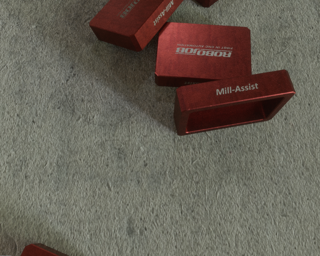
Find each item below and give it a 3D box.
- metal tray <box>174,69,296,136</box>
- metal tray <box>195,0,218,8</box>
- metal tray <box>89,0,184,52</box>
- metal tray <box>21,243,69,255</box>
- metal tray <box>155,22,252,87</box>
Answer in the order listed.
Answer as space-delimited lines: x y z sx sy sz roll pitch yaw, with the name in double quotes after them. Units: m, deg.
0.085 -0.028 0.384 0.131 0.090 0.030 -10 71 -4 "metal tray"
0.063 -0.265 0.502 0.090 0.030 0.130 -40 75 -14 "metal tray"
-0.029 -0.176 0.452 0.090 0.030 0.130 25 70 32 "metal tray"
-0.129 0.203 0.330 0.090 0.030 0.130 21 71 7 "metal tray"
0.061 -0.103 0.443 0.131 0.030 0.090 4 70 1 "metal tray"
